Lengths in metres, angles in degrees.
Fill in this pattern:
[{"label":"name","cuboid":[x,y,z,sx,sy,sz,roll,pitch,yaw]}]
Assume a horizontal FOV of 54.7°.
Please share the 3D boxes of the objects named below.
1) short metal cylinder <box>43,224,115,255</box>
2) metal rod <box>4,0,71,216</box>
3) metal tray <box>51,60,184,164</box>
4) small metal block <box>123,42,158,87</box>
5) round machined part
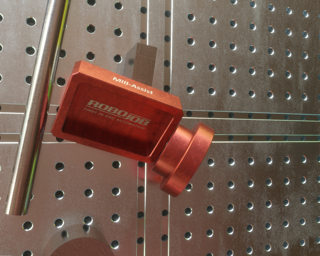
[{"label":"short metal cylinder","cuboid":[-0.096,0.161,0.365,0.081,0.050,0.079,0,90,-20]},{"label":"metal rod","cuboid":[-0.138,-0.050,0.361,0.025,0.025,0.298,11,86,-20]},{"label":"metal tray","cuboid":[-0.049,-0.014,0.366,0.131,0.030,0.089,19,122,-20]},{"label":"small metal block","cuboid":[-0.027,-0.073,0.389,0.025,0.050,0.050,10,84,-20]},{"label":"round machined part","cuboid":[0.024,0.033,0.387,0.042,0.098,0.098,31,79,0]}]
